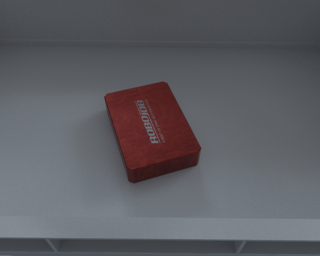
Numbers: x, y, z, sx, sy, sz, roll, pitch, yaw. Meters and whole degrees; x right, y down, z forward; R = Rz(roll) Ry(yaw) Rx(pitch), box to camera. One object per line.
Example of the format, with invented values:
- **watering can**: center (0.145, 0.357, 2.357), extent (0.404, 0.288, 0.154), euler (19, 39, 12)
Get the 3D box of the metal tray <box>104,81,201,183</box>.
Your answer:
- **metal tray**: center (-0.013, 0.000, 0.402), extent (0.091, 0.030, 0.130), euler (-14, 52, -12)
